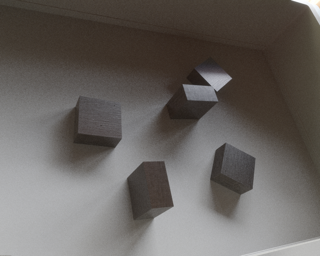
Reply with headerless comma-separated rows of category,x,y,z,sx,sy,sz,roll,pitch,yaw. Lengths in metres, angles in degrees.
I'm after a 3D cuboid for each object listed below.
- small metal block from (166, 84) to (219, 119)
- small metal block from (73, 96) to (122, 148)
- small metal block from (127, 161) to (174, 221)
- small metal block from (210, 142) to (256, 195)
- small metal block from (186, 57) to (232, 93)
small metal block,0.044,-0.035,0.435,0.050,0.050,0.025,0,62,-29
small metal block,-0.074,-0.007,0.370,0.050,0.025,0.050,8,58,-24
small metal block,-0.012,0.069,0.341,0.025,0.050,0.050,2,61,-27
small metal block,0.101,0.056,0.426,0.050,0.025,0.050,27,52,-11
small metal block,0.079,-0.080,0.497,0.050,0.025,0.050,47,51,4
